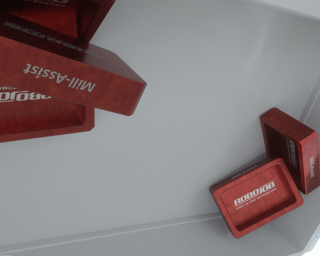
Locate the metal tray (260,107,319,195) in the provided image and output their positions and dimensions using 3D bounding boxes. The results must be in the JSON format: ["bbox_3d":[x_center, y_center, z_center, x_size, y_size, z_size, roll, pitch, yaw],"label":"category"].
[{"bbox_3d":[0.213,0.038,0.506,0.030,0.090,0.130,-32,129,-8],"label":"metal tray"}]

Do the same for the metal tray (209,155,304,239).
[{"bbox_3d":[0.161,0.114,0.522,0.131,0.030,0.090,-27,92,-2],"label":"metal tray"}]

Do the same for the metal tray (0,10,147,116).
[{"bbox_3d":[-0.086,-0.055,0.245,0.131,0.090,0.030,14,111,-34],"label":"metal tray"}]

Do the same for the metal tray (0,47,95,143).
[{"bbox_3d":[-0.134,-0.034,0.310,0.131,0.030,0.089,-8,122,-24],"label":"metal tray"}]

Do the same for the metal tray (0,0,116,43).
[{"bbox_3d":[-0.111,-0.103,0.242,0.131,0.090,0.030,-1,80,-28],"label":"metal tray"}]
